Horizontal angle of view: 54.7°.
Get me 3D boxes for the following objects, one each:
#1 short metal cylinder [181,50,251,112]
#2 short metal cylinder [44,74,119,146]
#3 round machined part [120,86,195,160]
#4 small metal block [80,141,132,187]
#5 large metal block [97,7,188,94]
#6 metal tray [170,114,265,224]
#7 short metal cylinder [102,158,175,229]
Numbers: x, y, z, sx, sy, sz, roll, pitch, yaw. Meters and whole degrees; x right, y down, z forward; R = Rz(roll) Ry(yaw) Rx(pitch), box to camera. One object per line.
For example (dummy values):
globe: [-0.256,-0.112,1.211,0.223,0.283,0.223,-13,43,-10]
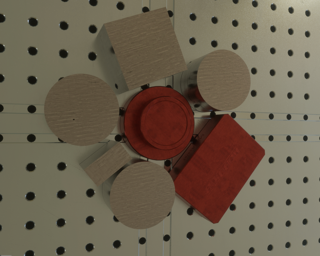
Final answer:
short metal cylinder: [0.076,-0.062,0.426,0.081,0.050,0.080,0,90,-20]
short metal cylinder: [-0.093,-0.020,0.364,0.081,0.050,0.080,0,90,-20]
round machined part: [0.001,-0.006,0.403,0.099,0.042,0.097,0,90,-20]
small metal block: [-0.067,0.041,0.374,0.050,0.050,0.025,-39,103,-16]
large metal block: [-0.023,-0.096,0.391,0.081,0.050,0.080,-23,98,-19]
metal tray: [0.079,0.055,0.438,0.090,0.030,0.130,42,76,-15]
short metal cylinder: [-0.028,0.079,0.389,0.081,0.050,0.080,0,90,-20]
